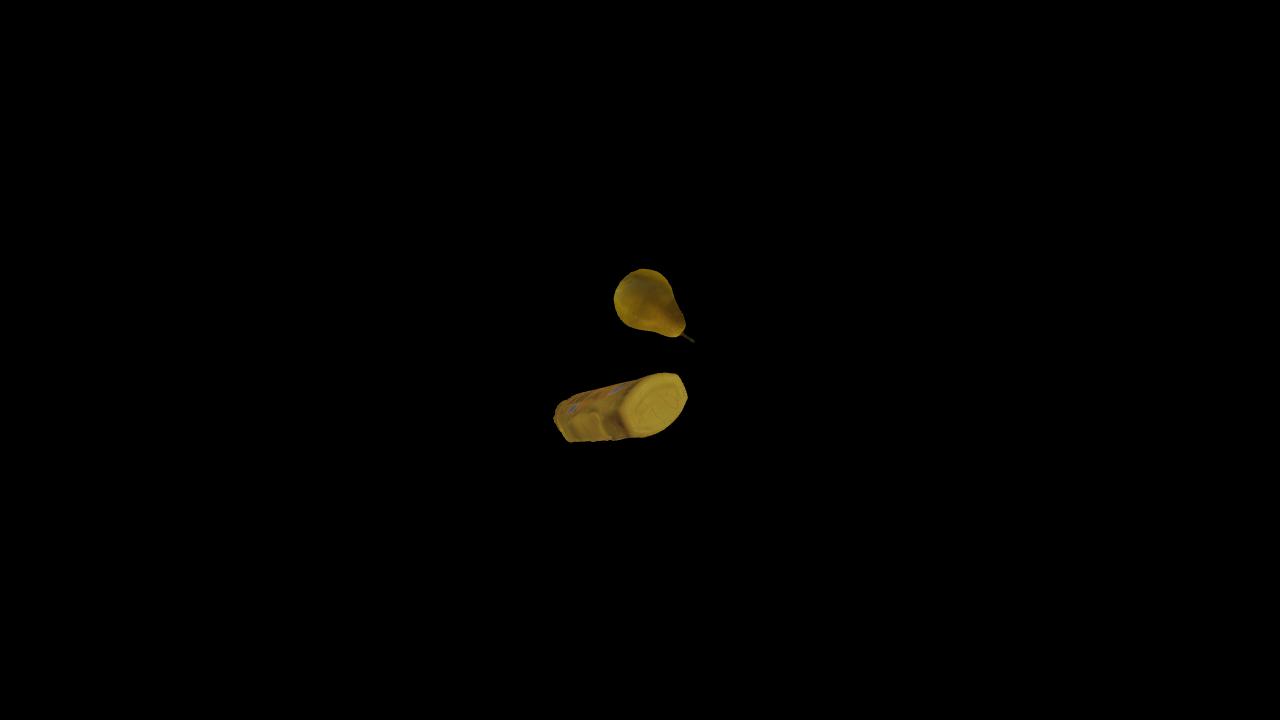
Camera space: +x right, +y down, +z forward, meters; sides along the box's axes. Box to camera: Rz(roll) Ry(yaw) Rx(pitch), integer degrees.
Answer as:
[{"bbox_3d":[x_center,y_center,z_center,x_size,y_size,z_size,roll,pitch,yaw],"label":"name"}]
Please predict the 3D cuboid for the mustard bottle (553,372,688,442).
[{"bbox_3d":[-0.040,0.056,0.662,0.092,0.054,0.184,-38,15,-37],"label":"mustard bottle"}]

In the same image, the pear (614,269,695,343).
[{"bbox_3d":[0.021,-0.058,0.754,0.111,0.080,0.080,41,13,16],"label":"pear"}]
